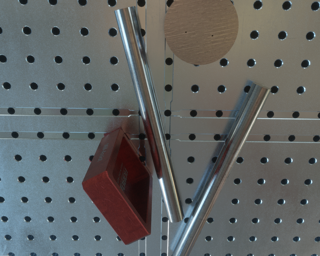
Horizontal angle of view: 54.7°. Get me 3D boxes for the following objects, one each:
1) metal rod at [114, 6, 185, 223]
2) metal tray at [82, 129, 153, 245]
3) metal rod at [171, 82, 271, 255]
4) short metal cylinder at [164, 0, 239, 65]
[{"bbox_3d":[-0.009,-0.003,0.412,0.025,0.025,0.298,-12,110,4],"label":"metal rod"},{"bbox_3d":[-0.045,0.065,0.381,0.030,0.130,0.090,-28,108,10],"label":"metal tray"},{"bbox_3d":[0.080,0.078,0.443,0.025,0.025,0.298,19,109,-7],"label":"metal rod"},{"bbox_3d":[0.045,-0.117,0.358,0.081,0.050,0.079,0,110,-1],"label":"short metal cylinder"}]
